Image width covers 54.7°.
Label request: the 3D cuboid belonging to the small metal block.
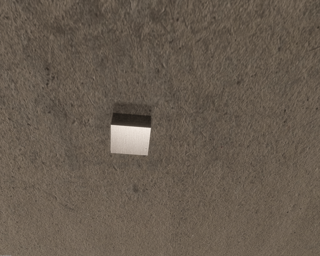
[{"bbox_3d":[-0.039,0.009,0.414,0.050,0.025,0.050,4,130,-4],"label":"small metal block"}]
